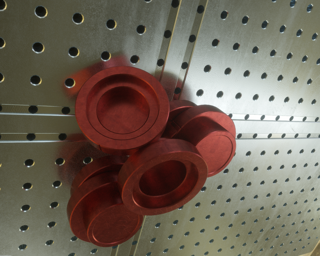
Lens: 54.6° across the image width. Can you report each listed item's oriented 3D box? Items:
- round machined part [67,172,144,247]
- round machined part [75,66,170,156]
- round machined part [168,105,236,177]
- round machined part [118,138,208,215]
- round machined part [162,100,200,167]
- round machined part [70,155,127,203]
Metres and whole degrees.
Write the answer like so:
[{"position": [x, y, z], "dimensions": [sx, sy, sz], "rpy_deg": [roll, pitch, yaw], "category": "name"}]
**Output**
[{"position": [-0.059, 0.105, 0.377], "dimensions": [0.099, 0.042, 0.097], "rpy_deg": [-14, 124, -21], "category": "round machined part"}, {"position": [-0.040, -0.016, 0.343], "dimensions": [0.099, 0.098, 0.042], "rpy_deg": [-25, 163, -13], "category": "round machined part"}, {"position": [0.055, 0.023, 0.388], "dimensions": [0.099, 0.042, 0.097], "rpy_deg": [-14, 124, -21], "category": "round machined part"}, {"position": [0.000, 0.050, 0.347], "dimensions": [0.099, 0.042, 0.097], "rpy_deg": [-13, 131, -15], "category": "round machined part"}, {"position": [0.026, 0.017, 0.397], "dimensions": [0.099, 0.042, 0.097], "rpy_deg": [-14, 124, -21], "category": "round machined part"}, {"position": [-0.059, 0.086, 0.393], "dimensions": [0.099, 0.042, 0.097], "rpy_deg": [-14, 124, -21], "category": "round machined part"}]
